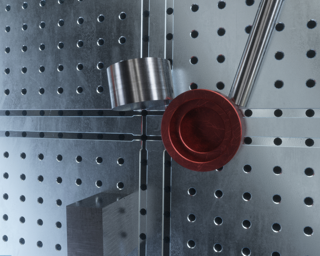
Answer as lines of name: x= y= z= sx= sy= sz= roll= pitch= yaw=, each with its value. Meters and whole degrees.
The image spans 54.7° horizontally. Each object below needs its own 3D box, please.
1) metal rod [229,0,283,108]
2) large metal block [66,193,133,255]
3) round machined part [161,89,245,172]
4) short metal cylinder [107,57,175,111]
metal rod: x=0.138 y=-0.170 z=0.363 sx=0.025 sy=0.025 sz=0.298 roll=20 pitch=96 yaw=18
large metal block: x=-0.077 y=0.134 z=0.409 sx=0.050 sy=0.080 sz=0.079 roll=-2 pitch=90 yaw=20
round machined part: x=0.054 y=0.001 z=0.380 sx=0.098 sy=0.042 sz=0.097 roll=2 pitch=96 yaw=24
short metal cylinder: x=-0.024 y=-0.053 z=0.391 sx=0.080 sy=0.080 sz=0.050 roll=-9 pitch=87 yaw=19
